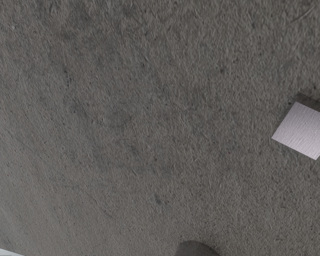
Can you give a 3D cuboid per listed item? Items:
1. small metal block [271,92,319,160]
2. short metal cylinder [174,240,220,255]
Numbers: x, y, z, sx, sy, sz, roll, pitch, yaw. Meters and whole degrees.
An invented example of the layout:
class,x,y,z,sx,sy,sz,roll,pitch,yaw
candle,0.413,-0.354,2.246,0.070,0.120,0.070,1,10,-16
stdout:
class,x,y,z,sx,sy,sz,roll,pitch,yaw
small metal block,0.154,-0.002,0.325,0.050,0.025,0.050,28,128,10
short metal cylinder,0.057,0.232,0.504,0.080,0.050,0.079,13,124,21
